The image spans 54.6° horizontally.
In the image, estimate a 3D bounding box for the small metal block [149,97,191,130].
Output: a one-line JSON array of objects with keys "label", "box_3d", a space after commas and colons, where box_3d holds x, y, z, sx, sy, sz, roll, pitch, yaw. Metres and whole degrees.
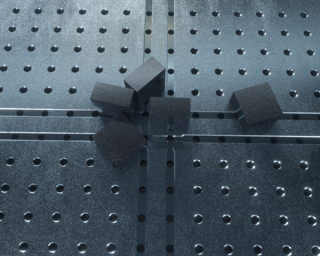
[{"label": "small metal block", "box_3d": [0.013, -0.018, 0.405, 0.050, 0.050, 0.025, 2, 70, 1]}]

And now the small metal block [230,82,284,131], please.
[{"label": "small metal block", "box_3d": [0.131, -0.029, 0.423, 0.050, 0.025, 0.050, -16, 71, -6]}]

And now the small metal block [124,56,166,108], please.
[{"label": "small metal block", "box_3d": [-0.020, -0.061, 0.421, 0.050, 0.050, 0.025, -42, 75, -14]}]

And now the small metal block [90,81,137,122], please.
[{"label": "small metal block", "box_3d": [-0.059, -0.034, 0.411, 0.050, 0.050, 0.025, 13, 71, 5]}]

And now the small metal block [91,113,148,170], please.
[{"label": "small metal block", "box_3d": [-0.052, 0.017, 0.405, 0.050, 0.025, 0.050, -39, 75, -13]}]
